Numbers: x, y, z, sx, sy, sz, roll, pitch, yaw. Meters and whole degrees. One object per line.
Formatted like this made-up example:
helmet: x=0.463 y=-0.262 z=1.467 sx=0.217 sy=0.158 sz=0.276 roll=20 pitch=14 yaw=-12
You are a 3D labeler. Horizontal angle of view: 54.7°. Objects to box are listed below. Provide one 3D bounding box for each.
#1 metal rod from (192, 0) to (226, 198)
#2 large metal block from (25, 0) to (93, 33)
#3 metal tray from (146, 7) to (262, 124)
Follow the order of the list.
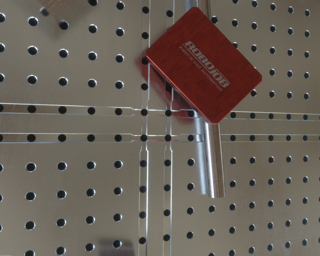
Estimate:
metal rod: x=0.068 y=-0.052 z=0.437 sx=0.025 sy=0.025 sz=0.298 roll=-6 pitch=92 yaw=-20
large metal block: x=-0.120 y=-0.173 z=0.355 sx=0.080 sy=0.050 sz=0.080 roll=-47 pitch=105 yaw=-14
metal tray: x=0.056 y=-0.079 z=0.408 sx=0.090 sy=0.030 sz=0.130 roll=-44 pitch=94 yaw=-1
